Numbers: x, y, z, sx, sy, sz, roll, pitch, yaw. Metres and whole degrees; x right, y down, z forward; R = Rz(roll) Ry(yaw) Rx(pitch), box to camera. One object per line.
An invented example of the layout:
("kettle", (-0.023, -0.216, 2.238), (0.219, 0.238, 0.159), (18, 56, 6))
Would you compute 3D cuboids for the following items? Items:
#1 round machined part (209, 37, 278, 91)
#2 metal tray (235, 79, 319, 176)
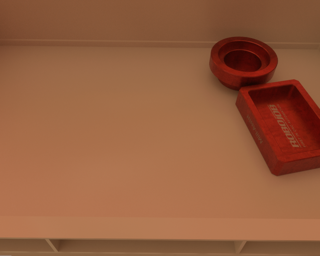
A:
("round machined part", (0.125, -0.095, 0.475), (0.099, 0.042, 0.098), (0, 50, 0))
("metal tray", (0.167, -0.006, 0.408), (0.091, 0.030, 0.130), (-9, 51, -8))
